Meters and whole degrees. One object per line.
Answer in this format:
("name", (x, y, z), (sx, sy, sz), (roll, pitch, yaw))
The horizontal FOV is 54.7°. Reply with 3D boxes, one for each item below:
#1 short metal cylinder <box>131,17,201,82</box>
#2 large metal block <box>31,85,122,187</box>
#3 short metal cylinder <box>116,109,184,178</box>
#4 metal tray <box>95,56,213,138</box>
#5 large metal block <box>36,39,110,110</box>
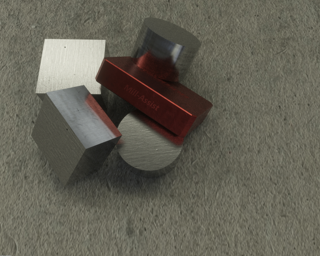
("short metal cylinder", (0.007, -0.105, 0.414), (0.080, 0.050, 0.080), (19, 33, -12))
("large metal block", (-0.102, 0.009, 0.369), (0.050, 0.080, 0.080), (-22, 68, -46))
("short metal cylinder", (-0.012, 0.019, 0.390), (0.081, 0.050, 0.080), (0, 70, 0))
("metal tray", (-0.004, -0.045, 0.393), (0.130, 0.090, 0.030), (34, 113, 11))
("large metal block", (-0.113, -0.071, 0.419), (0.080, 0.050, 0.080), (1, 70, 0))
